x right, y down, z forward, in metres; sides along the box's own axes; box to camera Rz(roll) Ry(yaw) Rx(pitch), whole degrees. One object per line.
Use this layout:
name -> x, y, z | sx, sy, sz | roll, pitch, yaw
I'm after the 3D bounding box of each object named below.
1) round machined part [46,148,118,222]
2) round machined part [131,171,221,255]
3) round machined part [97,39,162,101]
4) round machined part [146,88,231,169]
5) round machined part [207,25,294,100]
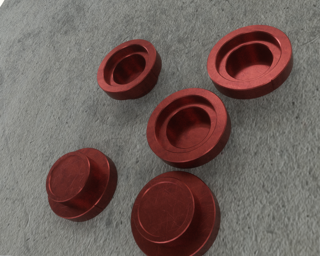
round machined part -> -0.109, 0.070, 0.408 | 0.098, 0.042, 0.098 | -13, 56, 21
round machined part -> 0.011, 0.091, 0.331 | 0.098, 0.042, 0.098 | -13, 56, 21
round machined part -> -0.041, -0.082, 0.465 | 0.098, 0.042, 0.098 | -13, 56, 21
round machined part -> 0.037, 0.004, 0.372 | 0.098, 0.042, 0.098 | -13, 56, 21
round machined part -> 0.111, -0.075, 0.381 | 0.098, 0.042, 0.098 | -13, 56, 21
